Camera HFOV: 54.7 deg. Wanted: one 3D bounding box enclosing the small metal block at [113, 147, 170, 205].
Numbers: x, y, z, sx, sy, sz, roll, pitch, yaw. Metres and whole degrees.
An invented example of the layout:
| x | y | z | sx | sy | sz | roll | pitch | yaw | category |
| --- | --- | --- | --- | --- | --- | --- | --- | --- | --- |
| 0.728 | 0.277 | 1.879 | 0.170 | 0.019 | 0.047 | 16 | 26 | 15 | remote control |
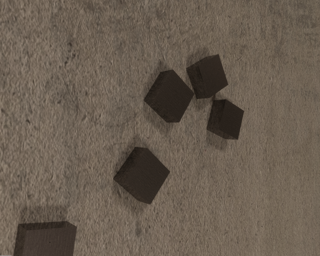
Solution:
| x | y | z | sx | sy | sz | roll | pitch | yaw | category |
| --- | --- | --- | --- | --- | --- | --- | --- | --- | --- |
| -0.022 | 0.059 | 0.389 | 0.050 | 0.025 | 0.050 | 49 | 61 | -29 | small metal block |

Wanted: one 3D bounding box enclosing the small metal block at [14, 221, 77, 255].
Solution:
| x | y | z | sx | sy | sz | roll | pitch | yaw | category |
| --- | --- | --- | --- | --- | --- | --- | --- | --- | --- |
| -0.115 | 0.123 | 0.310 | 0.050 | 0.025 | 0.050 | 11 | 83 | -40 | small metal block |

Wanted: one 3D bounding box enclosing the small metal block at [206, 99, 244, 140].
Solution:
| x | y | z | sx | sy | sz | roll | pitch | yaw | category |
| --- | --- | --- | --- | --- | --- | --- | --- | --- | --- |
| 0.105 | -0.013 | 0.496 | 0.050 | 0.025 | 0.050 | 25 | 75 | -38 | small metal block |

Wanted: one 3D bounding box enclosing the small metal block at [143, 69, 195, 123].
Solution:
| x | y | z | sx | sy | sz | roll | pitch | yaw | category |
| --- | --- | --- | --- | --- | --- | --- | --- | --- | --- |
| 0.013 | -0.042 | 0.418 | 0.050 | 0.025 | 0.050 | 43 | 64 | -32 | small metal block |

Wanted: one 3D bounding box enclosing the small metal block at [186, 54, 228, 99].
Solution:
| x | y | z | sx | sy | sz | roll | pitch | yaw | category |
| --- | --- | --- | --- | --- | --- | --- | --- | --- | --- |
| 0.072 | -0.077 | 0.468 | 0.050 | 0.025 | 0.050 | -35 | 112 | -35 | small metal block |
